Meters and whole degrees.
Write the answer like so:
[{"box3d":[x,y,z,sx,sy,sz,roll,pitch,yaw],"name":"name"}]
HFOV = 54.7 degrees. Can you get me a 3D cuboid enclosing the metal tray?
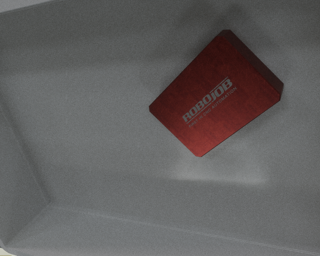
[{"box3d":[0.059,-0.034,0.353,0.090,0.030,0.129,44,129,-3],"name":"metal tray"}]
